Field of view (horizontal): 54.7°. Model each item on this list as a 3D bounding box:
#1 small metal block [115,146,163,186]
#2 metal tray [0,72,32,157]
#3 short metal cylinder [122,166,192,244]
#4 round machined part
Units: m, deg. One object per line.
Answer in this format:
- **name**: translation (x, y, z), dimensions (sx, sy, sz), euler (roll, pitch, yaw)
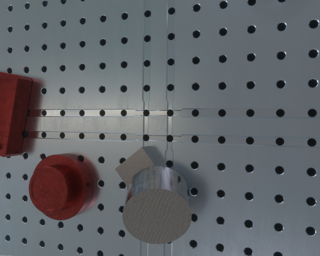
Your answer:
- **small metal block**: translation (-0.024, 0.060, 0.421), dimensions (0.050, 0.025, 0.050), euler (-40, 78, 15)
- **metal tray**: translation (-0.263, -0.026, 0.502), dimensions (0.090, 0.030, 0.129), euler (12, 94, 19)
- **short metal cylinder**: translation (-0.003, 0.095, 0.383), dimensions (0.080, 0.050, 0.079), euler (0, 112, 1)
- **round machined part**: translation (-0.152, 0.088, 0.457), dimensions (0.098, 0.042, 0.097), euler (0, 90, 20)
